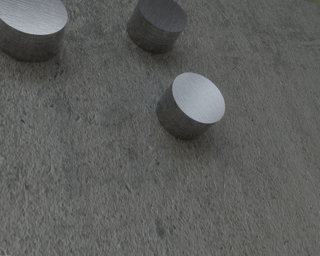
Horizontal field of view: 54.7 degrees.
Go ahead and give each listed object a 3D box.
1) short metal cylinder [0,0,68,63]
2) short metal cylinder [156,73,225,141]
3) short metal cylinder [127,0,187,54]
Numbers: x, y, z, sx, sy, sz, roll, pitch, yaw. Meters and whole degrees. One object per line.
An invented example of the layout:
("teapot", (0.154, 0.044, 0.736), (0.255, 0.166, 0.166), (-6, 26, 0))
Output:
("short metal cylinder", (-0.159, -0.127, 0.380), (0.081, 0.050, 0.080), (14, 56, -21))
("short metal cylinder", (0.042, -0.029, 0.428), (0.081, 0.050, 0.080), (14, 56, -21))
("short metal cylinder", (-0.005, -0.163, 0.484), (0.081, 0.050, 0.080), (14, 56, -21))
